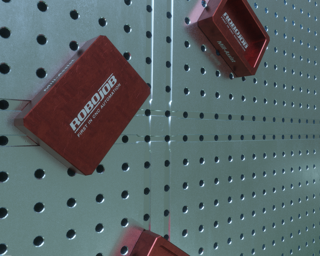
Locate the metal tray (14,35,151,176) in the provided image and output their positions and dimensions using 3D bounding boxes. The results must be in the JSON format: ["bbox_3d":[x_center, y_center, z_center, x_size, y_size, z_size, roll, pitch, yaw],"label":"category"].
[{"bbox_3d":[-0.077,-0.026,0.340,0.090,0.030,0.130,48,62,-29],"label":"metal tray"}]

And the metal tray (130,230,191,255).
[{"bbox_3d":[0.008,0.206,0.411,0.130,0.030,0.090,44,63,-31],"label":"metal tray"}]

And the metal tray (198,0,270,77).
[{"bbox_3d":[0.126,-0.158,0.509,0.130,0.030,0.090,42,65,-32],"label":"metal tray"}]
